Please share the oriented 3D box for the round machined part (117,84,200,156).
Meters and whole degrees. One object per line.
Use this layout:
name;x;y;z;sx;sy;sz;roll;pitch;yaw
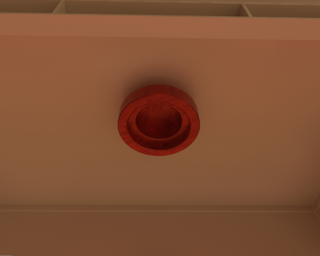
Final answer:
round machined part;-0.002;-0.014;0.386;0.099;0.042;0.097;-1;130;0
